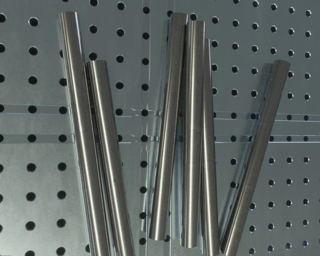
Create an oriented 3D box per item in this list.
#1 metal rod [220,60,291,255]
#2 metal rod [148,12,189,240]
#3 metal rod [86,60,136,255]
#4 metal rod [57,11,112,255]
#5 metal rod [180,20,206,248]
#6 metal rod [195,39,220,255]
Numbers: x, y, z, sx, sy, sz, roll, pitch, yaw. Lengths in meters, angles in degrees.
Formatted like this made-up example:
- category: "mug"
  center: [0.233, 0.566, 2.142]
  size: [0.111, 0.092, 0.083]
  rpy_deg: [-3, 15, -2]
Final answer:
- category: "metal rod"
  center: [0.143, 0.041, 0.464]
  size: [0.025, 0.025, 0.299]
  rpy_deg: [20, 83, -19]
- category: "metal rod"
  center: [0.012, -0.004, 0.416]
  size: [0.025, 0.025, 0.299]
  rpy_deg: [7, 88, -20]
- category: "metal rod"
  center: [-0.058, 0.066, 0.391]
  size: [0.025, 0.025, 0.298]
  rpy_deg: [-9, 93, -20]
- category: "metal rod"
  center: [-0.091, 0.012, 0.378]
  size: [0.025, 0.025, 0.298]
  rpy_deg: [-8, 93, -20]
- category: "metal rod"
  center: [0.044, 0.011, 0.417]
  size: [0.025, 0.025, 0.298]
  rpy_deg: [0, 94, -20]
- category: "metal rod"
  center: [0.065, 0.027, 0.436]
  size: [0.025, 0.025, 0.298]
  rpy_deg: [-3, 91, -20]
